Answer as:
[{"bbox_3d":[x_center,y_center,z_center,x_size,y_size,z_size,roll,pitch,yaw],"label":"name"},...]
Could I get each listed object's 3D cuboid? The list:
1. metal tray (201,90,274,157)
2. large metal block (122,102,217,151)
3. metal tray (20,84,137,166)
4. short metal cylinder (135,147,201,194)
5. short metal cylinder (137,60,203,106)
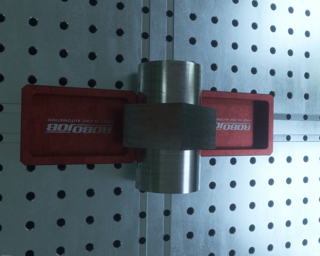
[{"bbox_3d":[0.101,-0.006,0.447,0.131,0.030,0.089,1,90,-20],"label":"metal tray"},{"bbox_3d":[0.013,-0.001,0.373,0.080,0.080,0.050,3,88,-54],"label":"large metal block"},{"bbox_3d":[-0.095,-0.002,0.374,0.131,0.030,0.089,1,90,-20],"label":"metal tray"},{"bbox_3d":[0.010,0.049,0.387,0.081,0.080,0.050,2,90,-20],"label":"short metal cylinder"},{"bbox_3d":[0.012,-0.051,0.387,0.081,0.080,0.050,1,90,-20],"label":"short metal cylinder"}]
